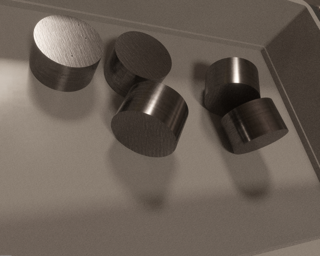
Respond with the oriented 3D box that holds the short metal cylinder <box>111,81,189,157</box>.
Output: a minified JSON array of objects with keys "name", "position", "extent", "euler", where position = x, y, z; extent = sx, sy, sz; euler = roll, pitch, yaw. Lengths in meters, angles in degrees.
[{"name":"short metal cylinder","position":[-0.011,-0.009,0.371],"extent":[0.080,0.080,0.050],"euler":[31,52,-9]}]

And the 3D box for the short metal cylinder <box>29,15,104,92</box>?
[{"name":"short metal cylinder","position":[-0.116,-0.092,0.384],"extent":[0.081,0.050,0.080],"euler":[14,56,-21]}]

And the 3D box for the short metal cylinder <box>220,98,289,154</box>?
[{"name":"short metal cylinder","position":[0.135,-0.001,0.446],"extent":[0.081,0.080,0.050],"euler":[-7,65,-32]}]

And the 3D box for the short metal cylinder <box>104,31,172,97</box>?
[{"name":"short metal cylinder","position":[-0.031,-0.085,0.426],"extent":[0.081,0.050,0.080],"euler":[14,56,-21]}]

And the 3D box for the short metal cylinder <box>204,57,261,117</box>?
[{"name":"short metal cylinder","position":[0.108,-0.060,0.467],"extent":[0.081,0.080,0.050],"euler":[19,54,-17]}]
